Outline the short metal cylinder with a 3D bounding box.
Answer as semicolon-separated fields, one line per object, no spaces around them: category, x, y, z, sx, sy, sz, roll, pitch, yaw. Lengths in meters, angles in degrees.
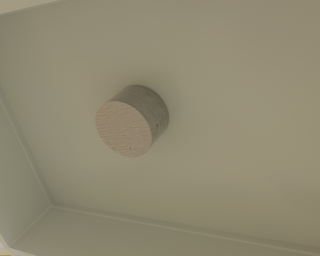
short metal cylinder;-0.036;-0.009;0.404;0.080;0.050;0.080;13;124;21
